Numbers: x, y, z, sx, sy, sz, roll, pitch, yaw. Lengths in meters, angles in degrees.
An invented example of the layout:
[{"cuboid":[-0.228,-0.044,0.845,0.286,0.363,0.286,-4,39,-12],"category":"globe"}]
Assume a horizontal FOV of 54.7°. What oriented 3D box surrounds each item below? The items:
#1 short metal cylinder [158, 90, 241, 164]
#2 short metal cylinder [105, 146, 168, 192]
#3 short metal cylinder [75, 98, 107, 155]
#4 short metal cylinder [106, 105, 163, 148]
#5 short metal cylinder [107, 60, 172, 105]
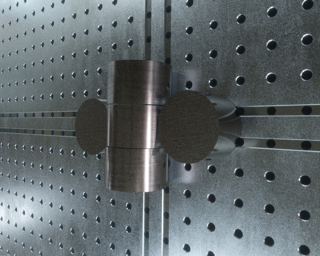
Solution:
[{"cuboid":[0.044,-0.001,0.354,0.080,0.050,0.079,0,90,39],"category":"short metal cylinder"},{"cuboid":[-0.030,0.048,0.395,0.080,0.081,0.050,2,91,39],"category":"short metal cylinder"},{"cuboid":[-0.080,-0.002,0.456,0.080,0.050,0.079,0,90,39],"category":"short metal cylinder"},{"cuboid":[-0.027,-0.003,0.393,0.080,0.081,0.050,3,92,39],"category":"short metal cylinder"},{"cuboid":[-0.026,-0.054,0.392,0.080,0.081,0.050,4,92,39],"category":"short metal cylinder"}]
